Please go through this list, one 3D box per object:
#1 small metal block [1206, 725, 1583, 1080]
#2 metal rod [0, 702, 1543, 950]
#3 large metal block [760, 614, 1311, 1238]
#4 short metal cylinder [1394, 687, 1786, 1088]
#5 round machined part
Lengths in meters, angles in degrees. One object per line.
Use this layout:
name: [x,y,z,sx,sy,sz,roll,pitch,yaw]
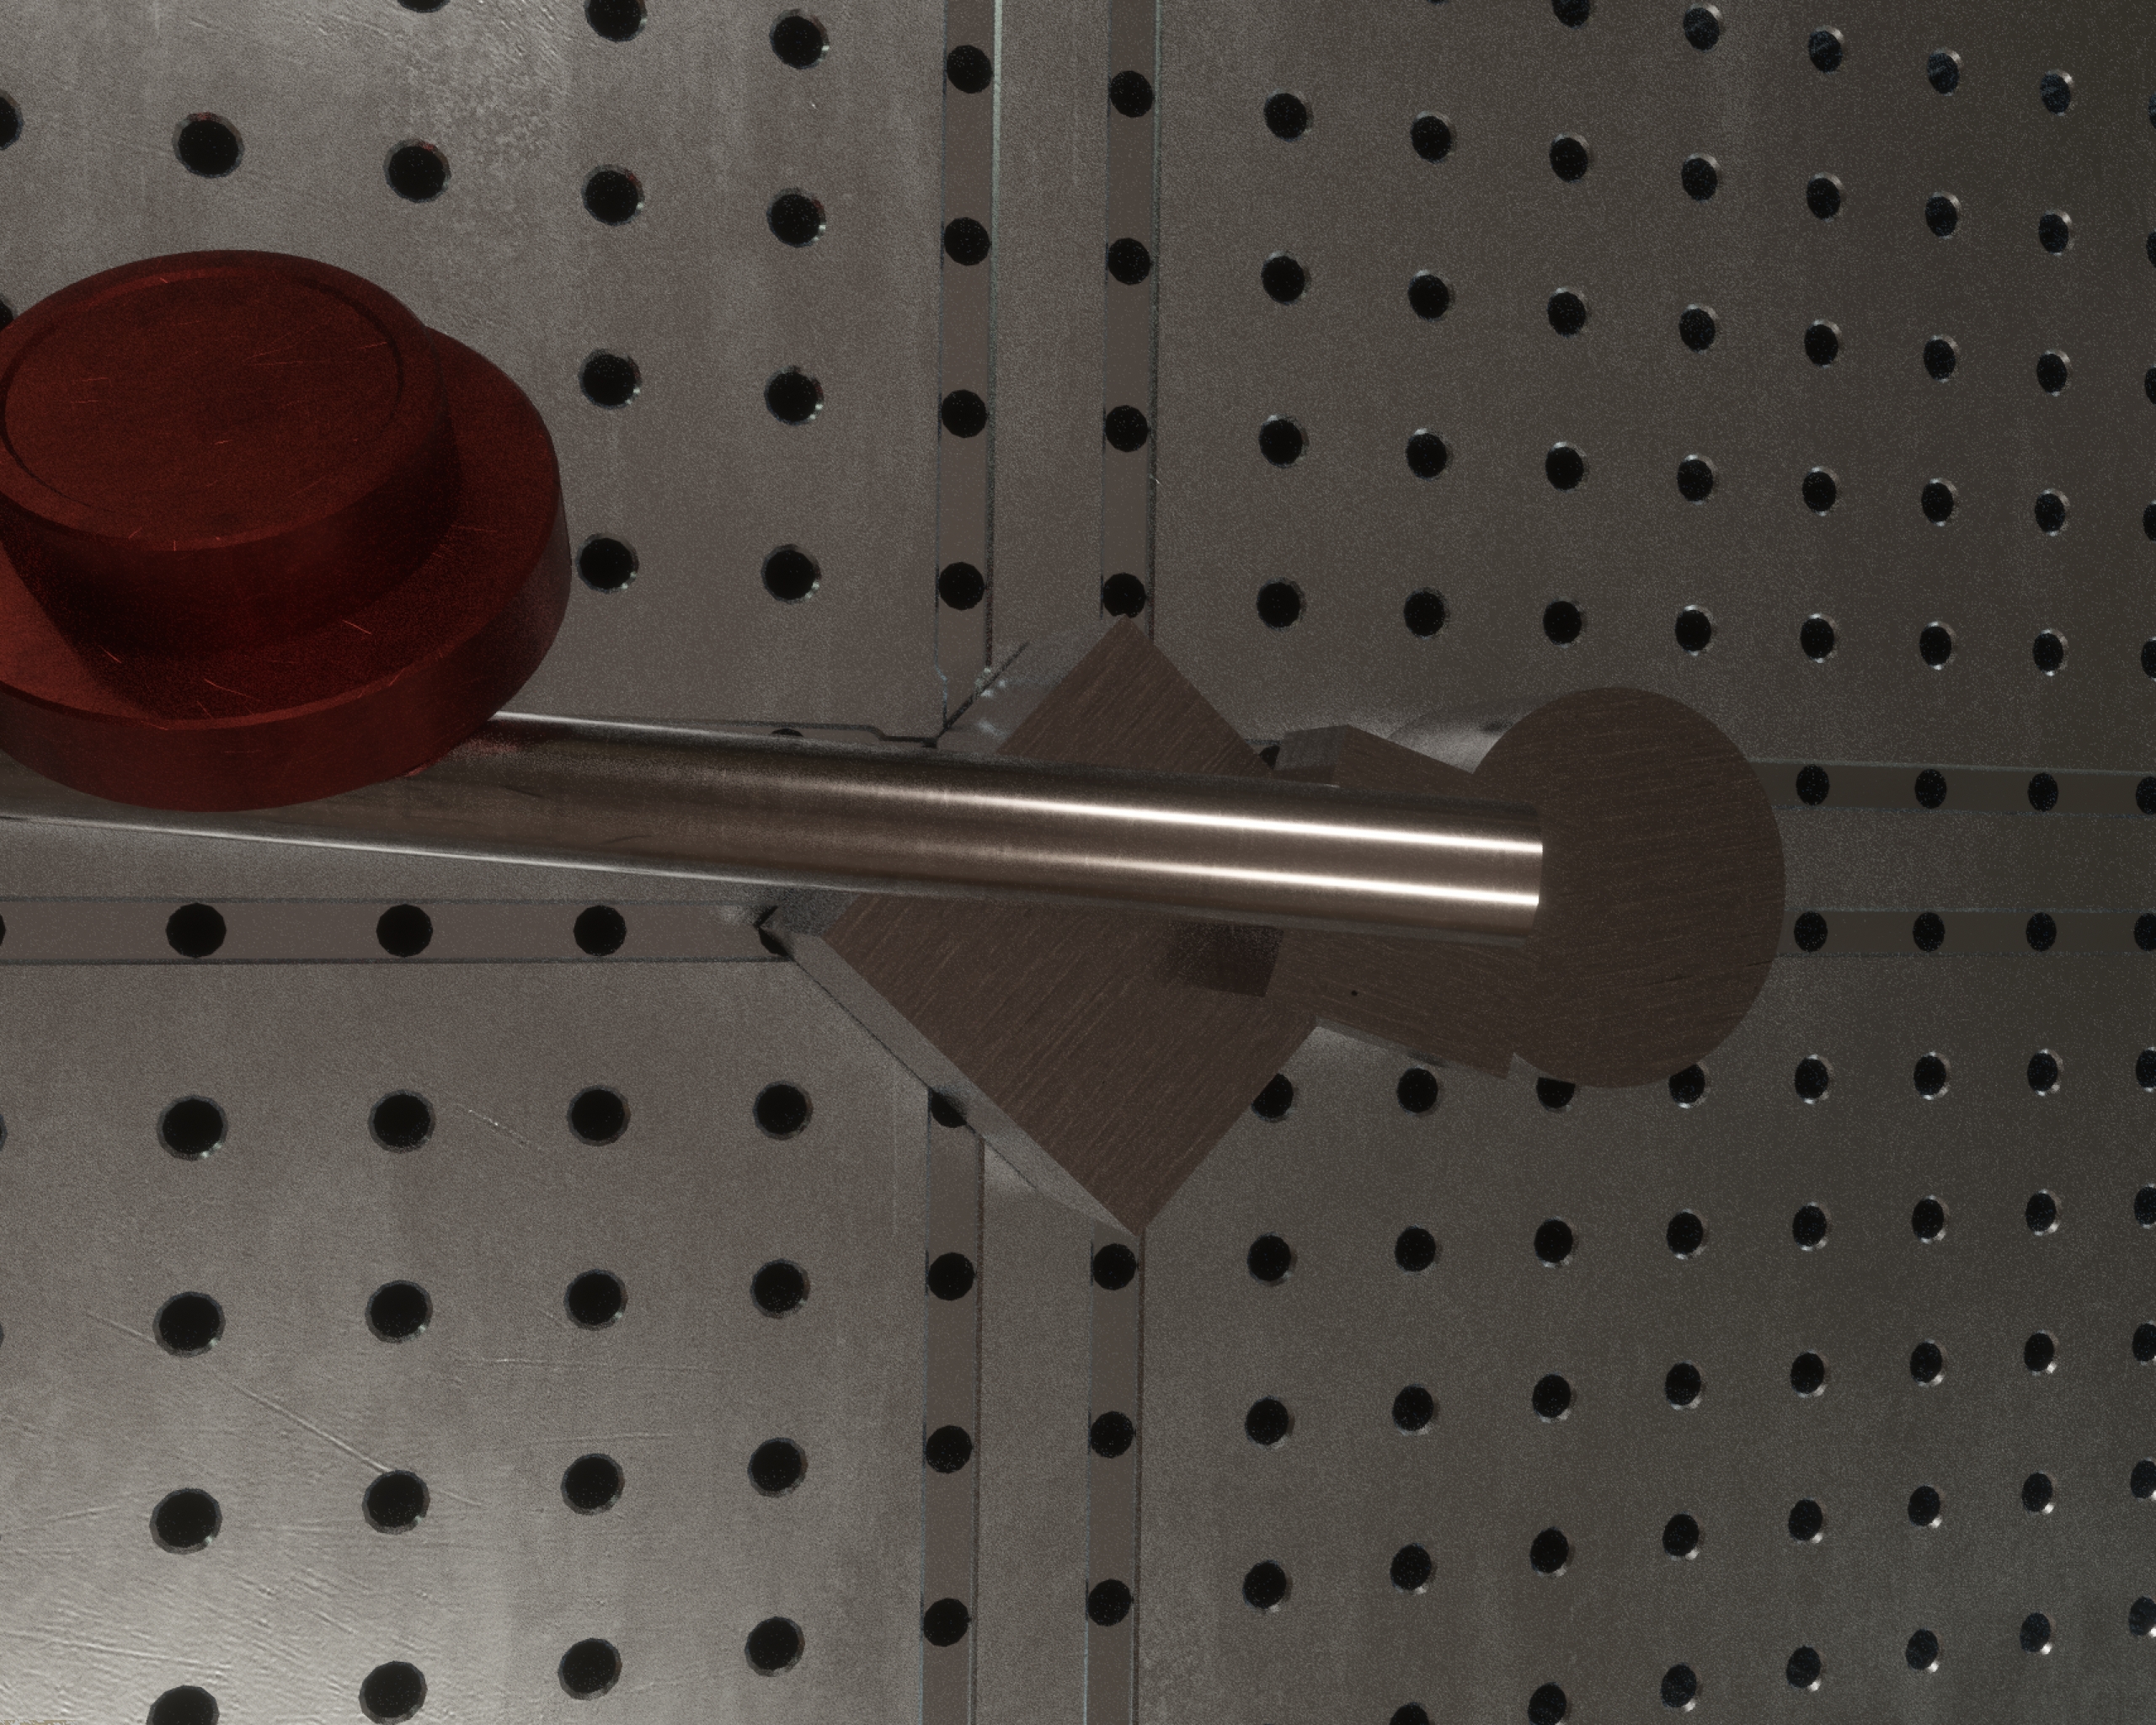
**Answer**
small metal block: [0.058,0.007,0.380,0.050,0.025,0.050,20,83,-19]
metal rod: [-0.076,-0.011,0.339,0.302,0.025,0.025,5,88,-4]
large metal block: [0.001,0.011,0.398,0.080,0.050,0.080,46,76,-15]
short metal cylinder: [0.099,0.005,0.437,0.081,0.050,0.079,0,90,-21]
round machined part: [-0.132,-0.059,0.327,0.099,0.042,0.098,3,52,-4]
